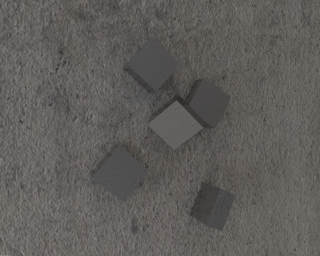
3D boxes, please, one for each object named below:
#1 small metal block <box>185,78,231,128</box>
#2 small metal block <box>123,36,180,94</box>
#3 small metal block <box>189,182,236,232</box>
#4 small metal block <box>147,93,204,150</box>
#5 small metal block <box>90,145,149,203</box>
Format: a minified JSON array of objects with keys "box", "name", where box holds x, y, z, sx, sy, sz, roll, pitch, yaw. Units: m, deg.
[{"box":[0.063,-0.033,0.432,0.050,0.025,0.050,31,80,-18],"name":"small metal block"},{"box":[-0.011,-0.081,0.405,0.050,0.025,0.050,42,77,-15],"name":"small metal block"},{"box":[0.070,0.105,0.422,0.025,0.050,0.050,26,82,-18],"name":"small metal block"},{"box":[0.021,-0.008,0.404,0.050,0.025,0.050,-40,106,21],"name":"small metal block"},{"box":[-0.051,0.056,0.390,0.050,0.025,0.050,42,77,-15],"name":"small metal block"}]
